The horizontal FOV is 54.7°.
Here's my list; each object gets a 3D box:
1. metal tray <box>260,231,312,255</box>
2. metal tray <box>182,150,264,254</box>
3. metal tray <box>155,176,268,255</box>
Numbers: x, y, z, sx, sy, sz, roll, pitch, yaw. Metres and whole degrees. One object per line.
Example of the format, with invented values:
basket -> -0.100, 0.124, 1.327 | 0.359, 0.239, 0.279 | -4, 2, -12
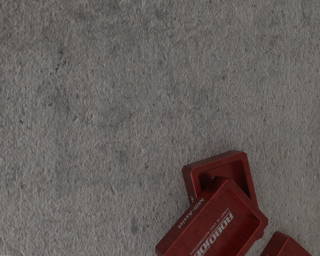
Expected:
metal tray -> 0.182, 0.239, 0.474 | 0.090, 0.030, 0.130 | 42, 77, -15
metal tray -> 0.090, 0.105, 0.439 | 0.091, 0.030, 0.129 | -15, 95, -20
metal tray -> 0.069, 0.138, 0.399 | 0.130, 0.030, 0.090 | -46, 105, -14
